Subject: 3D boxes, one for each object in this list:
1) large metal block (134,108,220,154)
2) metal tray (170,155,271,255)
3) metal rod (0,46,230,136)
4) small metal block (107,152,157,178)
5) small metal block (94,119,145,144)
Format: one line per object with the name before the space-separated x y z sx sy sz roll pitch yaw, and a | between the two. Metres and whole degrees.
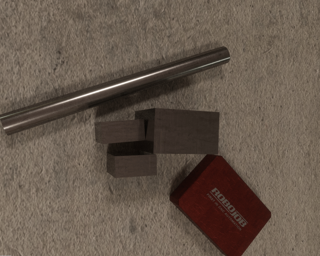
large metal block | 0.018 0.004 0.387 0.081 0.080 0.050 2 90 -20
metal tray | 0.088 0.112 0.441 0.090 0.030 0.130 -46 105 -14
metal rod | -0.041 -0.054 0.394 0.302 0.025 0.025 -21 97 -19
small metal block | -0.036 0.044 0.383 0.050 0.050 0.025 -1 91 -20
small metal block | -0.050 0.004 0.378 0.050 0.050 0.025 -4 92 -20
